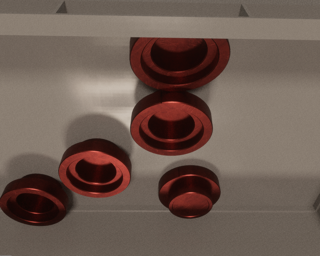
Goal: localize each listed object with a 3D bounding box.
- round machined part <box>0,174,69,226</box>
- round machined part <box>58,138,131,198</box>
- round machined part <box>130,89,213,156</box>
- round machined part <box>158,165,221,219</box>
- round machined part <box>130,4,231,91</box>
[{"bbox_3d":[-0.193,0.110,0.488,0.099,0.042,0.097,-1,130,0],"label":"round machined part"},{"bbox_3d":[-0.090,0.053,0.442,0.099,0.042,0.097,-1,130,0],"label":"round machined part"},{"bbox_3d":[0.014,-0.011,0.383,0.099,0.042,0.097,0,138,1],"label":"round machined part"},{"bbox_3d":[0.047,0.107,0.490,0.099,0.042,0.097,-1,130,0],"label":"round machined part"},{"bbox_3d":[0.019,-0.084,0.315,0.099,0.042,0.098,-2,147,-1],"label":"round machined part"}]
